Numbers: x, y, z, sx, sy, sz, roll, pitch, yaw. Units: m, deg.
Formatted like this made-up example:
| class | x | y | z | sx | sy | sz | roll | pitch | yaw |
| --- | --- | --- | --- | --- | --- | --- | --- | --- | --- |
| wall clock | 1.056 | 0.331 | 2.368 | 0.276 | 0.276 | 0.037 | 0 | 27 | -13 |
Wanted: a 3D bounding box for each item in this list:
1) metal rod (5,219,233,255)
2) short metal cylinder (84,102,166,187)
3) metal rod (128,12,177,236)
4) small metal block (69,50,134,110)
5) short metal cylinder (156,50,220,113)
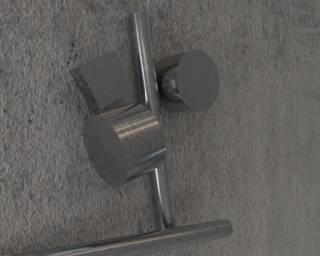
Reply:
| class | x | y | z | sx | sy | sz | roll | pitch | yaw |
| --- | --- | --- | --- | --- | --- | --- | --- | --- | --- |
| metal rod | -0.033 | 0.135 | 0.353 | 0.302 | 0.025 | 0.025 | 3 | 89 | -33 |
| short metal cylinder | -0.039 | 0.017 | 0.336 | 0.050 | 0.080 | 0.080 | -22 | 104 | -38 |
| metal rod | -0.007 | 0.007 | 0.398 | 0.025 | 0.025 | 0.298 | -13 | 98 | -39 |
| small metal block | -0.065 | -0.054 | 0.350 | 0.050 | 0.025 | 0.050 | -37 | 113 | -34 |
| short metal cylinder | 0.035 | -0.061 | 0.417 | 0.081 | 0.050 | 0.080 | 0 | 90 | -40 |
